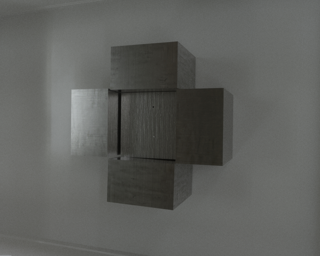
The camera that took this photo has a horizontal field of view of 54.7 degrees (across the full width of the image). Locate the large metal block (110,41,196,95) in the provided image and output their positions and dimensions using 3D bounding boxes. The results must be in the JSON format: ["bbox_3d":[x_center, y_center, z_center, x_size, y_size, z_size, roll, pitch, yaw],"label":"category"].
[{"bbox_3d":[-0.005,-0.068,0.381,0.080,0.080,0.050,1,91,20],"label":"large metal block"}]

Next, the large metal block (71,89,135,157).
[{"bbox_3d":[-0.070,-0.007,0.405,0.050,0.080,0.080,1,90,20],"label":"large metal block"}]

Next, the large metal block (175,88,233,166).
[{"bbox_3d":[0.054,-0.002,0.361,0.050,0.080,0.080,1,90,20],"label":"large metal block"}]

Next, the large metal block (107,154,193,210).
[{"bbox_3d":[-0.009,0.062,0.383,0.080,0.080,0.050,2,91,20],"label":"large metal block"}]

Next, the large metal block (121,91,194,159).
[{"bbox_3d":[-0.002,-0.004,0.395,0.080,0.050,0.080,1,90,20],"label":"large metal block"}]
